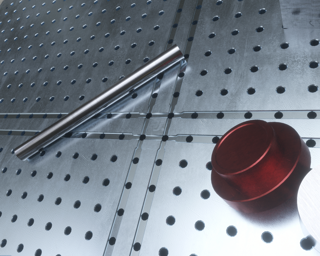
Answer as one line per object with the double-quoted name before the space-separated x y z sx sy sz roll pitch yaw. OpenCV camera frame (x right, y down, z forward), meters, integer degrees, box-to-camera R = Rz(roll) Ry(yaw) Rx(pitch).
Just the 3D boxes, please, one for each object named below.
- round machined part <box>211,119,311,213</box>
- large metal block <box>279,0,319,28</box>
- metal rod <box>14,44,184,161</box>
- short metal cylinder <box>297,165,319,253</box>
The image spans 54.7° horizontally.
"round machined part" 0.090 0.030 0.306 0.098 0.042 0.098 -35 26 20
"large metal block" 0.206 -0.174 0.391 0.080 0.050 0.080 12 68 32
"metal rod" -0.097 -0.037 0.479 0.300 0.025 0.025 -32 52 7
"short metal cylinder" 0.161 0.071 0.262 0.080 0.050 0.080 -11 59 19
